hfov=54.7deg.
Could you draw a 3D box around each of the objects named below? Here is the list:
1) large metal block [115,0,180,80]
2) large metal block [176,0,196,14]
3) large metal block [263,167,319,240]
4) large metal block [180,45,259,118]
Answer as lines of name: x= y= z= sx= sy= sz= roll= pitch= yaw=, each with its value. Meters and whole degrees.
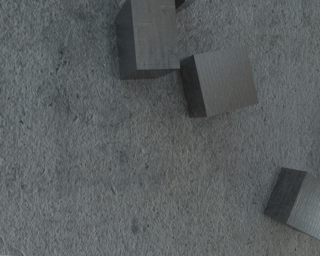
large metal block: x=-0.018 y=-0.104 z=0.373 sx=0.050 sy=0.080 sz=0.079 roll=-6 pitch=92 yaw=-20
large metal block: x=0.013 y=-0.189 z=0.384 sx=0.050 sy=0.080 sz=0.080 roll=-36 pitch=102 yaw=-16
large metal block: x=0.220 y=0.116 z=0.477 sx=0.080 sy=0.050 sz=0.080 roll=29 pitch=81 yaw=-18
large metal block: x=0.079 y=-0.062 z=0.424 sx=0.081 sy=0.050 sz=0.080 roll=-15 pitch=95 yaw=-19
